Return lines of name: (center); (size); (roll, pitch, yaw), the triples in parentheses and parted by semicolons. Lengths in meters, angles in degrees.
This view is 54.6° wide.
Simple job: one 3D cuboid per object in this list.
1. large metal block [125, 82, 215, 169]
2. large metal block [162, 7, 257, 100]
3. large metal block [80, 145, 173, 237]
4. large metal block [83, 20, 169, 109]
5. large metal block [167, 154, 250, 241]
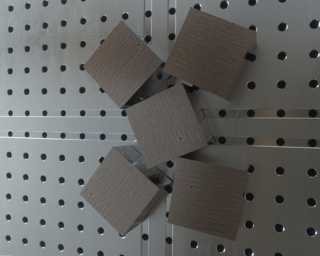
large metal block: (0.014, -0.002, 0.394); (0.080, 0.050, 0.080); (-24, 82, 18)
large metal block: (0.061, -0.087, 0.377); (0.080, 0.050, 0.080); (27, 99, 15)
large metal block: (-0.045, 0.080, 0.414); (0.080, 0.050, 0.080); (40, 102, 16)
large metal block: (-0.040, -0.080, 0.414); (0.080, 0.050, 0.080); (-46, 75, 15)
large metal block: (0.060, 0.080, 0.378); (0.080, 0.050, 0.080); (10, 93, 19)
